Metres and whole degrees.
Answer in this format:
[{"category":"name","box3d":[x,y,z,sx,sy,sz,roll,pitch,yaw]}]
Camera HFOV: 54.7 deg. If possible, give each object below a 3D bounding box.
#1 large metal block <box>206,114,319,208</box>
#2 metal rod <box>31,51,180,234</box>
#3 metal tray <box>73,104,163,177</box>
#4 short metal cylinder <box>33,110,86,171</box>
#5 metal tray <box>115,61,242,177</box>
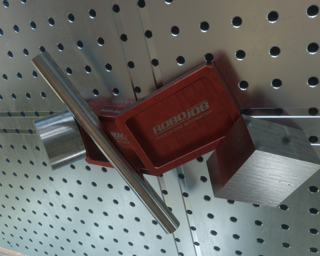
[{"category":"large metal block","box3d":[0.109,0.039,0.339,0.081,0.050,0.079,13,131,-18]},{"category":"metal rod","box3d":[-0.068,0.027,0.425,0.025,0.025,0.299,-28,103,37]},{"category":"metal tray","box3d":[-0.056,0.016,0.447,0.130,0.030,0.089,7,122,24]},{"category":"short metal cylinder","box3d":[-0.149,0.018,0.462,0.080,0.050,0.079,47,149,41]},{"category":"metal tray","box3d":[0.025,-0.008,0.366,0.130,0.030,0.090,-28,104,20]}]
